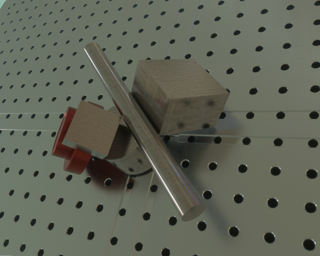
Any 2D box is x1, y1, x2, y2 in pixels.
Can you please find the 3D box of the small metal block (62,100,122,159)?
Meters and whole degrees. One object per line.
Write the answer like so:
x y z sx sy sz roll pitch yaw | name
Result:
-0.079 0.003 0.360 0.025 0.050 0.050 -34 35 61 | small metal block

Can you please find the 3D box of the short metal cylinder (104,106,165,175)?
-0.040 0.014 0.399 0.080 0.050 0.080 -13 56 21 | short metal cylinder

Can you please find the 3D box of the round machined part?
-0.113 0.010 0.413 0.097 0.042 0.098 -52 27 40 | round machined part

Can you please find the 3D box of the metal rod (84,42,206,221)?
-0.035 -0.021 0.370 0.025 0.025 0.300 -37 51 3 | metal rod

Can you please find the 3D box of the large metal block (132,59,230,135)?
0.021 -0.041 0.373 0.081 0.050 0.080 -8 44 -30 | large metal block
